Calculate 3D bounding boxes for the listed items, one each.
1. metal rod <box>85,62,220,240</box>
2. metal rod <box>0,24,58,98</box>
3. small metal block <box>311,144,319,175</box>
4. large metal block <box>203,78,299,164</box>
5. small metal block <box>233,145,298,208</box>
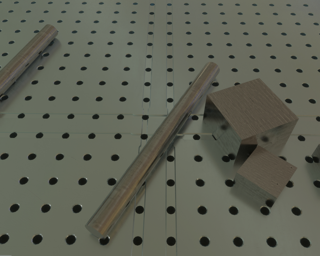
[{"bbox_3d":[0.008,0.007,0.401,0.025,0.025,0.301,24,54,18],"label":"metal rod"},{"bbox_3d":[-0.238,-0.064,0.459,0.025,0.025,0.300,14,51,11],"label":"metal rod"},{"bbox_3d":[0.219,0.046,0.371,0.050,0.025,0.050,-1,50,-1],"label":"small metal block"},{"bbox_3d":[0.113,-0.011,0.401,0.081,0.050,0.080,-19,53,-15],"label":"large metal block"},{"bbox_3d":[0.122,0.056,0.361,0.050,0.025,0.050,33,57,24],"label":"small metal block"}]
